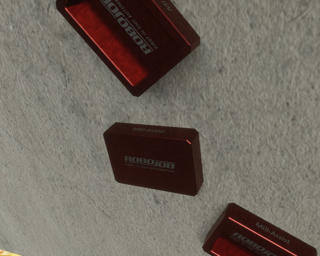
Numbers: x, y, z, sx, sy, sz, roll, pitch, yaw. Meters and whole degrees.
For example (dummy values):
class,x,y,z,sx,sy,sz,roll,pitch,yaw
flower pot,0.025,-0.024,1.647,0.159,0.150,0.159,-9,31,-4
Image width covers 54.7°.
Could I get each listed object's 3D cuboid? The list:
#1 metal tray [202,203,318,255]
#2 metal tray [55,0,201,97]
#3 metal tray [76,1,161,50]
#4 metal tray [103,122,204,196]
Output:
class,x,y,z,sx,sy,sz,roll,pitch,yaw
metal tray,0.136,0.172,0.437,0.130,0.030,0.089,28,128,9
metal tray,-0.034,-0.107,0.314,0.130,0.030,0.090,49,128,-7
metal tray,-0.057,-0.158,0.334,0.130,0.030,0.089,36,129,3
metal tray,-0.009,0.042,0.433,0.130,0.030,0.089,5,121,25
